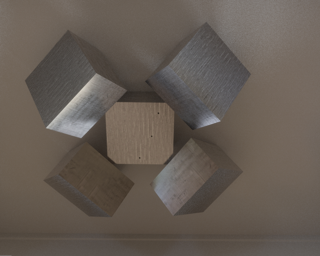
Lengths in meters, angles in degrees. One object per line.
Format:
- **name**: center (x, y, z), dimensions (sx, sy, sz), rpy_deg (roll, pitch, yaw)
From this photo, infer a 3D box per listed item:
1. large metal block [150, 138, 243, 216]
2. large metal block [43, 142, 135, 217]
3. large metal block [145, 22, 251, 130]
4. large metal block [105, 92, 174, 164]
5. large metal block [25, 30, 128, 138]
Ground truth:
- **large metal block**: center (0.048, 0.064, 0.397), dimensions (0.080, 0.050, 0.080), rpy_deg (-50, 148, 15)
- **large metal block**: center (-0.093, 0.070, 0.399), dimensions (0.080, 0.050, 0.080), rpy_deg (44, 148, -15)
- **large metal block**: center (0.045, -0.057, 0.353), dimensions (0.080, 0.050, 0.080), rpy_deg (45, 61, -14)
- **large metal block**: center (-0.024, -0.001, 0.395), dimensions (0.081, 0.050, 0.079), rpy_deg (1, 110, -1)
- **large metal block**: center (-0.097, -0.049, 0.353), dimensions (0.080, 0.080, 0.050), rpy_deg (-44, 148, 14)
